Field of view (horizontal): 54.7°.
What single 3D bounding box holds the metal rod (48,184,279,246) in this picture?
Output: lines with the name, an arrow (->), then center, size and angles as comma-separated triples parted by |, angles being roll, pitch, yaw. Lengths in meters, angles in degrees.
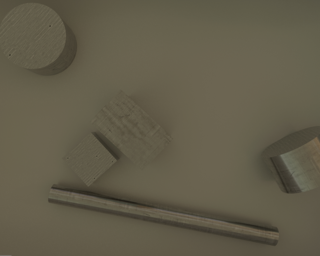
metal rod -> 0.005, 0.116, 0.411 | 0.302, 0.025, 0.025 | 11, 90, -1

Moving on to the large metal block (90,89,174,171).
large metal block -> -0.032, 0.002, 0.384 | 0.080, 0.080, 0.050 | 43, 90, -1

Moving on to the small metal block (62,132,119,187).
small metal block -> -0.091, 0.040, 0.410 | 0.050, 0.025, 0.050 | -42, 91, 0

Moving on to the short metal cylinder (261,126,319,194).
short metal cylinder -> 0.176, 0.039, 0.386 | 0.080, 0.080, 0.050 | -30, 90, 0

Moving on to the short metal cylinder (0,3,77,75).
short metal cylinder -> -0.153, -0.111, 0.397 | 0.081, 0.050, 0.079 | 0, 90, -1
